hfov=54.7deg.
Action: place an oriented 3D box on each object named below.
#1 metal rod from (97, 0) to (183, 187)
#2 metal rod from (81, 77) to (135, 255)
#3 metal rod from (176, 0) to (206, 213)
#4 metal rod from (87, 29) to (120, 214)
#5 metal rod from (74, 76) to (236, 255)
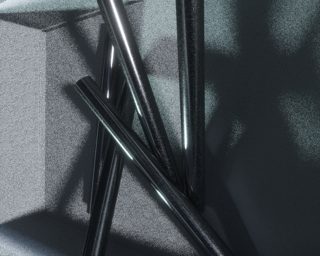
[{"bbox_3d":[-0.025,-0.052,0.347,0.025,0.025,0.298,-4,112,39],"label":"metal rod"},{"bbox_3d":[-0.057,0.048,0.374,0.025,0.025,0.299,-12,58,39],"label":"metal rod"},{"bbox_3d":[0.032,-0.038,0.309,0.025,0.025,0.298,17,123,38],"label":"metal rod"},{"bbox_3d":[-0.085,-0.015,0.473,0.025,0.025,0.298,12,97,39],"label":"metal rod"},{"bbox_3d":[-0.001,0.058,0.354,0.300,0.025,0.025,50,121,10],"label":"metal rod"}]
